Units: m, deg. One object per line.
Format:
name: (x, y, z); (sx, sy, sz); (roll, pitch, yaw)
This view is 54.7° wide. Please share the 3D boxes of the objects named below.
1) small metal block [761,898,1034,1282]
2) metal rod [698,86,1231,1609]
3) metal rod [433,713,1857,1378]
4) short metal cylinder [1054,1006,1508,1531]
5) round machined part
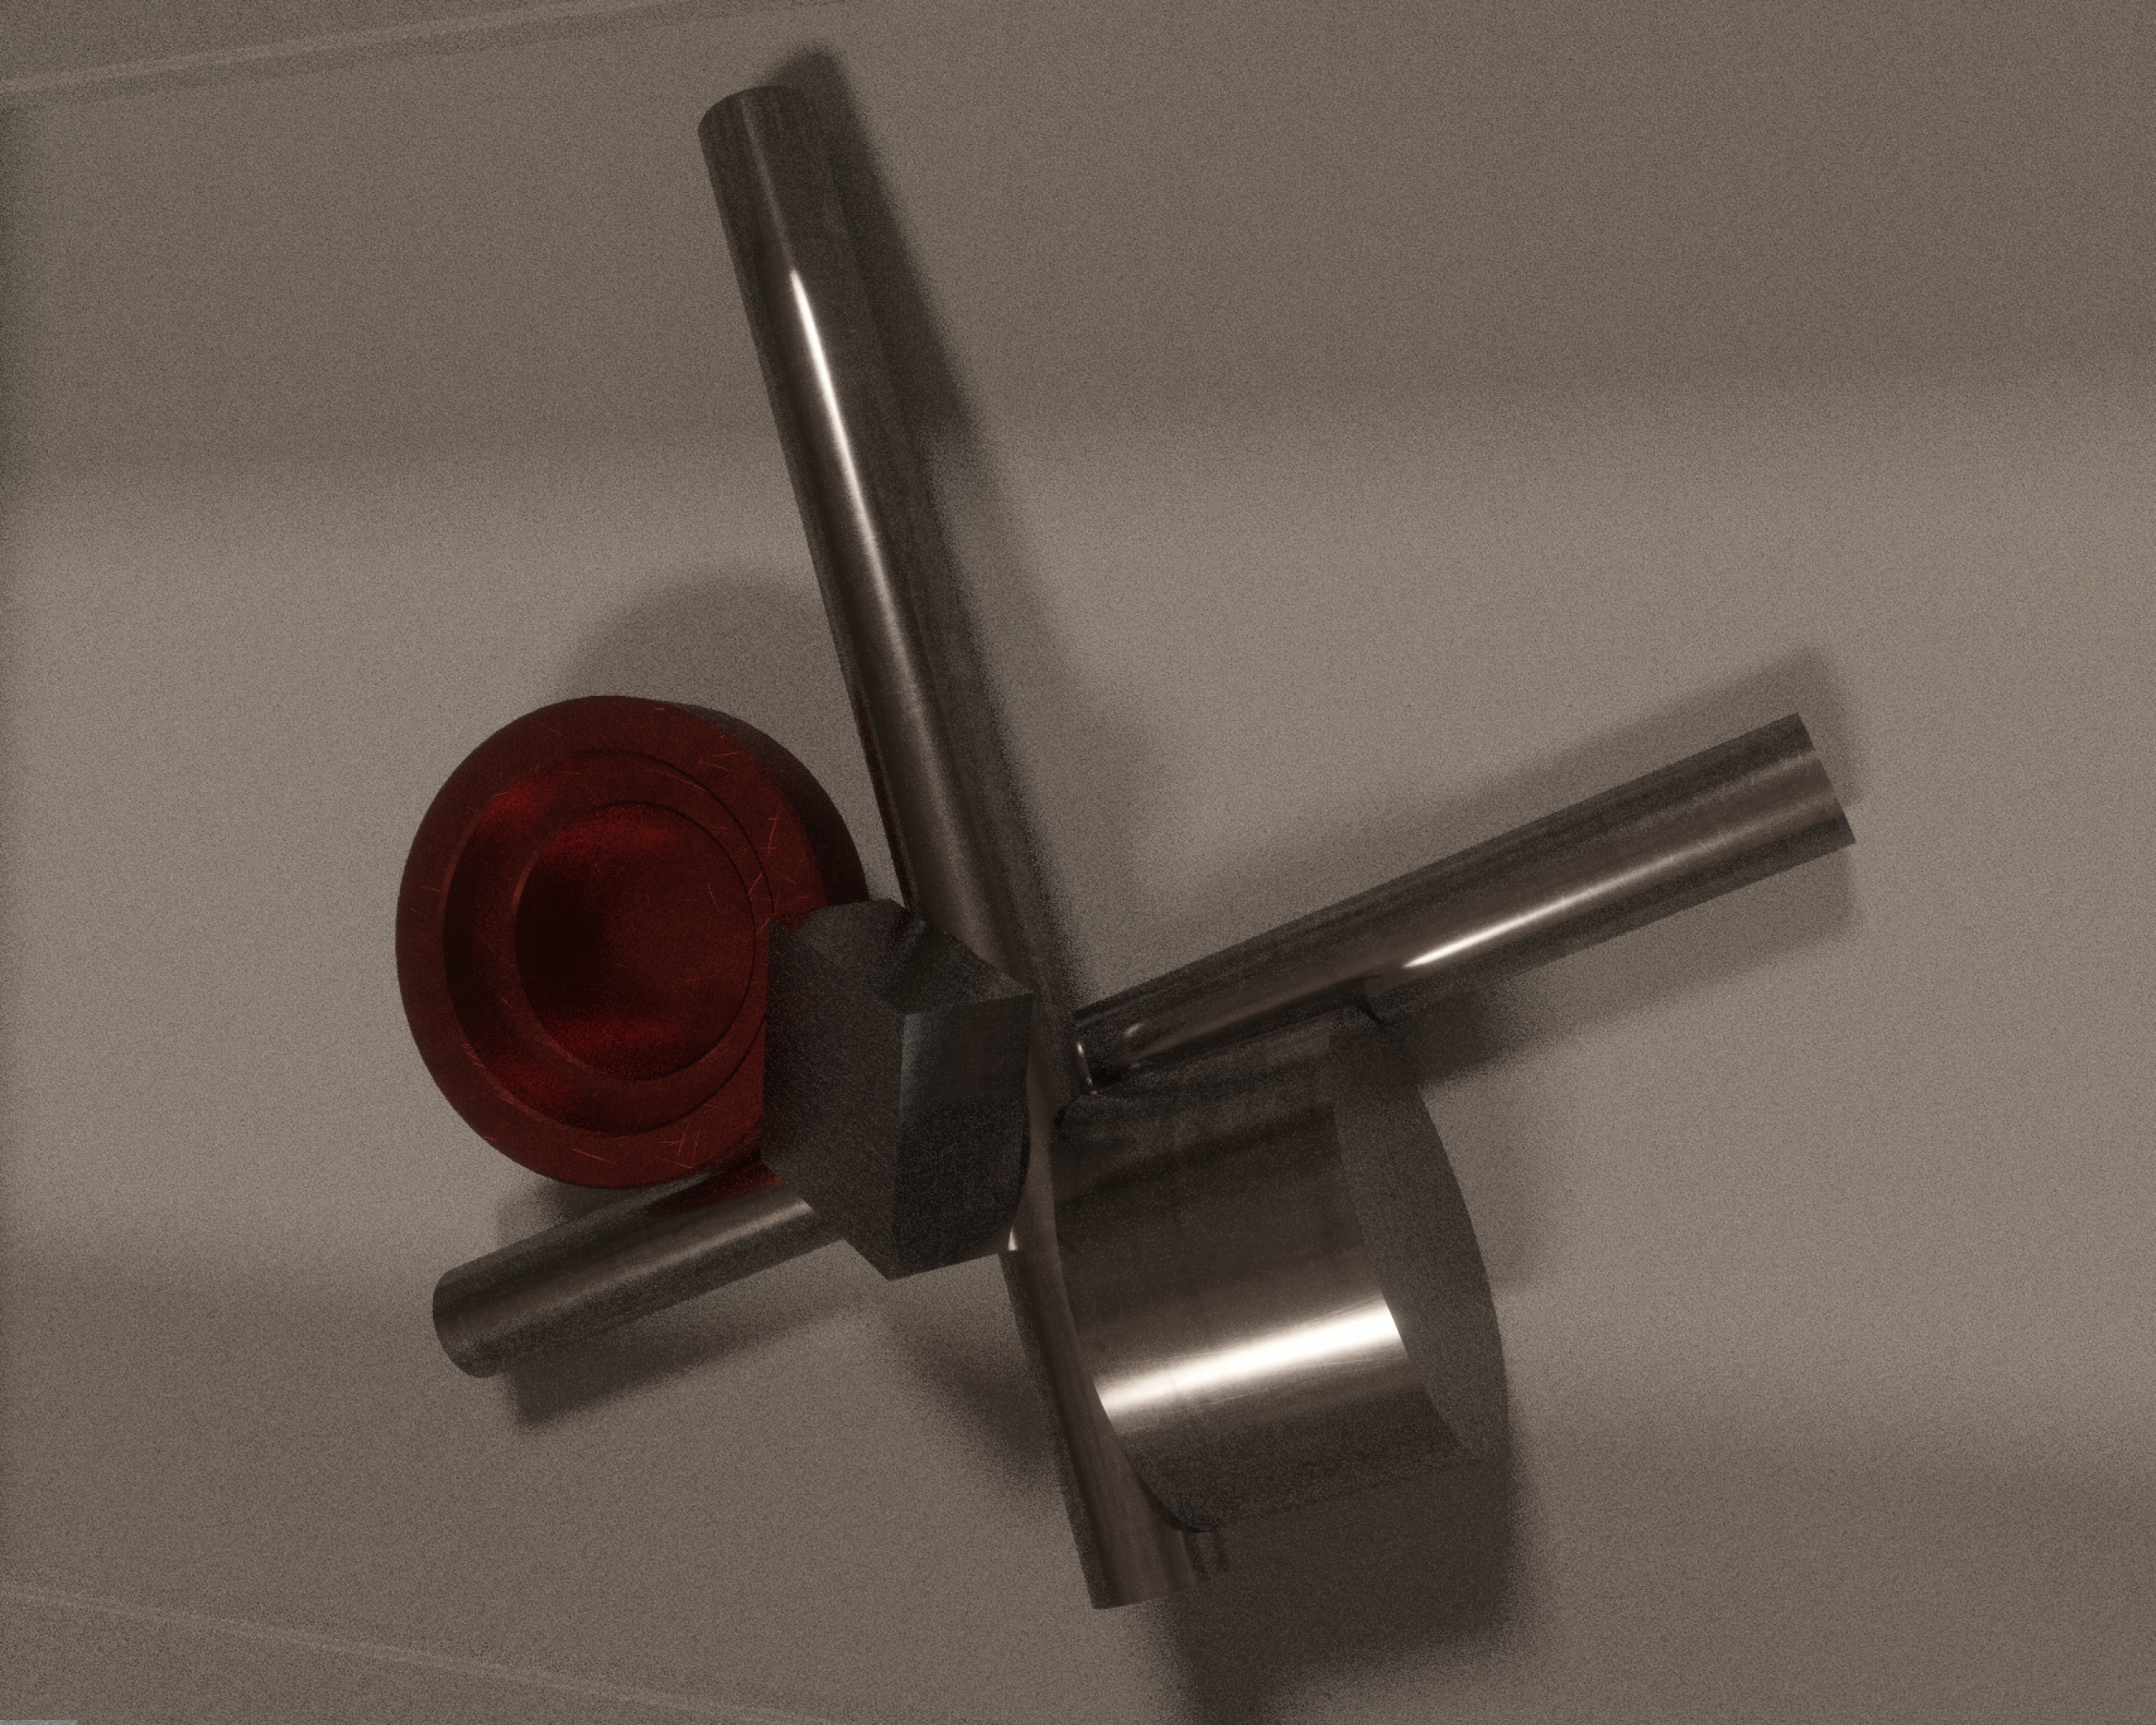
small metal block: (-0.034, 0.039, 0.376); (0.050, 0.025, 0.050); (29, 120, 50)
metal rod: (-0.026, -0.013, 0.398); (0.025, 0.025, 0.299); (-20, 76, 18)
metal rod: (-0.001, 0.043, 0.408); (0.300, 0.025, 0.025); (-24, 82, 18)
short metal cylinder: (0.037, 0.071, 0.366); (0.050, 0.080, 0.080); (-21, 83, 18)
round machined part: (-0.086, 0.016, 0.430); (0.098, 0.042, 0.097); (0, 90, 19)
